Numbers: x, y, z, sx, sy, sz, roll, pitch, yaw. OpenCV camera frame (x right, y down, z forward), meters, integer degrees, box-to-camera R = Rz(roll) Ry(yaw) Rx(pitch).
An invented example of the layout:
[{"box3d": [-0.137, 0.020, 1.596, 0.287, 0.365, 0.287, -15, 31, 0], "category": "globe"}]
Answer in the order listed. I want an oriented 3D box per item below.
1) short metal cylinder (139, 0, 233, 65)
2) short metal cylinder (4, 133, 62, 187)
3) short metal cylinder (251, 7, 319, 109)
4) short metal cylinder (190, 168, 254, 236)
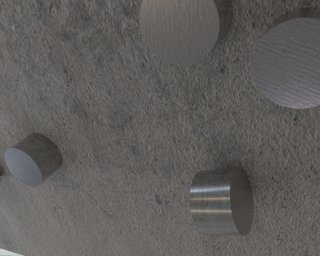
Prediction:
[{"box3d": [0.027, -0.109, 0.309, 0.080, 0.050, 0.079, 13, 124, 21], "category": "short metal cylinder"}, {"box3d": [-0.220, 0.056, 0.542, 0.080, 0.050, 0.079, 13, 124, 21], "category": "short metal cylinder"}, {"box3d": [0.129, -0.064, 0.283, 0.080, 0.050, 0.079, 13, 124, 21], "category": "short metal cylinder"}, {"box3d": [0.079, 0.091, 0.386, 0.050, 0.080, 0.080, -10, 113, 32], "category": "short metal cylinder"}]
